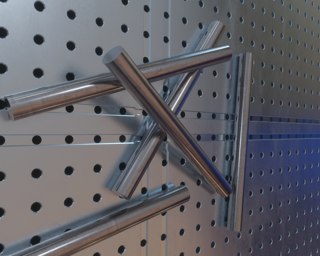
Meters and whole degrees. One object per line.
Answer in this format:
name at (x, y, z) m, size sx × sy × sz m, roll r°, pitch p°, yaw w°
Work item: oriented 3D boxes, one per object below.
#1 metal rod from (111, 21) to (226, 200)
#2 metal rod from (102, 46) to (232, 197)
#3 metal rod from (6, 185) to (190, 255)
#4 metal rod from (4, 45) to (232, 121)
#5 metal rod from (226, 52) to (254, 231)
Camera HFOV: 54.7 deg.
metal rod at (0.022, -0.039, 0.429) m, size 0.025 × 0.025 × 0.300 m, roll 45°, pitch 63°, yaw -31°
metal rod at (0.028, 0.014, 0.405) m, size 0.300 × 0.025 × 0.025 m, roll 49°, pitch 61°, yaw -40°
metal rod at (-0.080, 0.119, 0.343) m, size 0.302 × 0.025 × 0.025 m, roll -13°, pitch 99°, yaw -40°
metal rod at (-0.023, -0.064, 0.372) m, size 0.302 × 0.025 × 0.025 m, roll -21°, pitch 104°, yaw -32°
metal rod at (0.137, 0.021, 0.527) m, size 0.025 × 0.025 × 0.298 m, roll 9°, pitch 84°, yaw -40°
